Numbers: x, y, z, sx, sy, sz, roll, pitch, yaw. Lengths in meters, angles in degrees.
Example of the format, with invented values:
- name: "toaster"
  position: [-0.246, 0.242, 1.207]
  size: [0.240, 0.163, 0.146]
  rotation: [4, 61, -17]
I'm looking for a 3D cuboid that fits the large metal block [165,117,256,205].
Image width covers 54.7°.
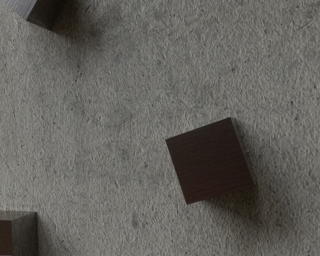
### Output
- name: "large metal block"
  position: [0.063, 0.038, 0.373]
  size: [0.080, 0.050, 0.080]
  rotation: [-20, 83, 19]

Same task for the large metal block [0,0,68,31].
- name: "large metal block"
  position: [-0.188, -0.207, 0.462]
  size: [0.080, 0.050, 0.080]
  rotation: [38, 102, 16]

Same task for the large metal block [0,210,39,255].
- name: "large metal block"
  position: [-0.240, 0.175, 0.480]
  size: [0.080, 0.050, 0.080]
  rotation: [-4, 89, 20]
